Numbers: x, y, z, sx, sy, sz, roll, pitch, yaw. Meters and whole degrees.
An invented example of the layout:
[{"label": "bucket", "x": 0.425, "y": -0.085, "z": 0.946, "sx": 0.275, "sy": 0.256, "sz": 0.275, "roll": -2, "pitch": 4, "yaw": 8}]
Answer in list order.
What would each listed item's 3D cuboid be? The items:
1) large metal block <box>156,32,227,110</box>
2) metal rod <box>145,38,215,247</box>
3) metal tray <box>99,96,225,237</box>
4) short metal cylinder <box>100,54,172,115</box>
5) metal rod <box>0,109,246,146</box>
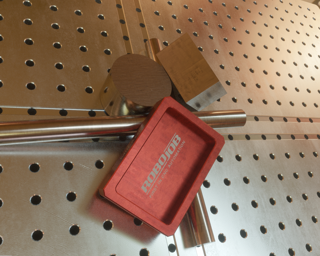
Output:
[{"label": "large metal block", "x": 0.047, "y": -0.075, "z": 0.438, "sx": 0.080, "sy": 0.050, "sz": 0.080, "roll": 60, "pitch": 14, "yaw": 14}, {"label": "metal rod", "x": 0.020, "y": 0.001, "z": 0.418, "sx": 0.025, "sy": 0.025, "sz": 0.299, "roll": 1, "pitch": 62, "yaw": -28}, {"label": "metal tray", "x": 0.005, "y": 0.041, "z": 0.349, "sx": 0.090, "sy": 0.030, "sz": 0.130, "roll": 37, "pitch": 71, "yaw": -12}, {"label": "short metal cylinder", "x": -0.032, "y": -0.049, "z": 0.404, "sx": 0.081, "sy": 0.050, "sz": 0.080, "roll": 14, "pitch": 56, "yaw": -21}, {"label": "metal rod", "x": -0.027, "y": -0.004, "z": 0.375, "sx": 0.303, "sy": 0.025, "sz": 0.025, "roll": -4, "pitch": 64, "yaw": -22}]
